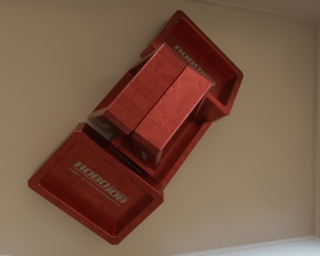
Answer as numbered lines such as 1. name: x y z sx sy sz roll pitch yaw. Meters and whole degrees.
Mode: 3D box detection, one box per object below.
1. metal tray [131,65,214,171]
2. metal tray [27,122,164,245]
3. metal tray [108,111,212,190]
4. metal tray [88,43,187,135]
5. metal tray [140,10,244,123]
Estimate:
1. metal tray: 0.011 -0.003 0.345 0.030 0.130 0.090 37 77 7
2. metal tray: -0.071 0.067 0.362 0.130 0.030 0.090 42 101 -16
3. metal tray: 0.001 0.006 0.407 0.090 0.030 0.130 41 77 -16
4. metal tray: -0.032 -0.037 0.341 0.030 0.130 0.090 42 77 -15
5. metal tray: 0.047 -0.081 0.406 0.130 0.030 0.090 41 52 -16
